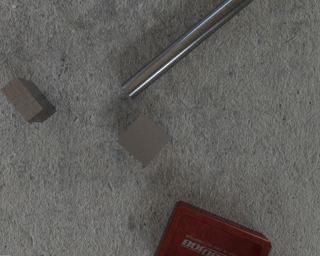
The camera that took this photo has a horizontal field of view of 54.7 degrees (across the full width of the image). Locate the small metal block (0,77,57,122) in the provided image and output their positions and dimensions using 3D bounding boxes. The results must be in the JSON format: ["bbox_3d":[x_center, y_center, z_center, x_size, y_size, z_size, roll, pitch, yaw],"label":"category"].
[{"bbox_3d":[-0.166,-0.035,0.395,0.025,0.050,0.050,-39,91,0],"label":"small metal block"}]

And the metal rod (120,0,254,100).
[{"bbox_3d":[0.072,-0.143,0.410,0.300,0.025,0.025,-40,91,-1],"label":"metal rod"}]

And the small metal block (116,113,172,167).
[{"bbox_3d":[-0.020,0.015,0.410,0.050,0.025,0.050,41,90,-1],"label":"small metal block"}]

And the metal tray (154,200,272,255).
[{"bbox_3d":[0.067,0.163,0.408,0.131,0.030,0.090,22,90,-1],"label":"metal tray"}]
